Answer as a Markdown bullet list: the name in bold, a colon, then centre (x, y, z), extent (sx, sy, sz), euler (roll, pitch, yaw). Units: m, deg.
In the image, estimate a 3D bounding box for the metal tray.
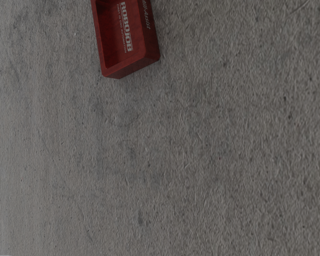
- **metal tray**: centre (-0.053, -0.146, 0.446), extent (0.090, 0.030, 0.129), euler (-17, 80, 39)
